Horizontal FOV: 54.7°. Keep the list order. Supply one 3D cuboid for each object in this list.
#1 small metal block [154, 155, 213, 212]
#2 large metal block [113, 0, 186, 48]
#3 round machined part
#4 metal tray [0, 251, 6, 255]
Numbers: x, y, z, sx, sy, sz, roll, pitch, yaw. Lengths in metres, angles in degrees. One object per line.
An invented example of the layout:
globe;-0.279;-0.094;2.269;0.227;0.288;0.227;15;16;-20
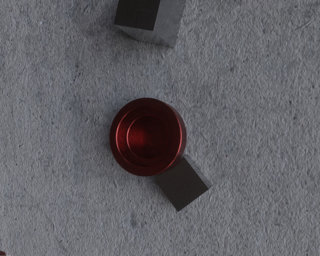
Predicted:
small metal block;0.030;0.070;0.398;0.050;0.025;0.050;-41;78;15
large metal block;-0.007;-0.151;0.382;0.050;0.080;0.079;15;95;19
round machined part;-0.012;0.012;0.400;0.098;0.042;0.097;-2;85;22
metal tray;-0.265;0.279;0.497;0.090;0.030;0.130;-35;79;16
